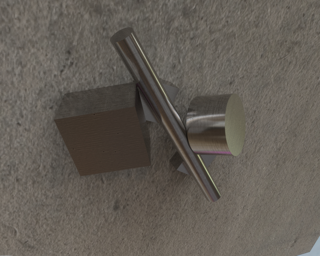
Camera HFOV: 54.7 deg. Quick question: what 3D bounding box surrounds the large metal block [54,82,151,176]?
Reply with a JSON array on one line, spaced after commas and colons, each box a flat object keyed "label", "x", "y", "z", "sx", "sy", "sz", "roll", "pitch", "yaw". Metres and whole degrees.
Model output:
[{"label": "large metal block", "x": -0.058, "y": 0.002, "z": 0.342, "sx": 0.080, "sy": 0.050, "sz": 0.080, "roll": -9, "pitch": 127, "yaw": 4}]

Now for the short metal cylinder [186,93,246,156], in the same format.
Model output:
[{"label": "short metal cylinder", "x": 0.076, "y": -0.004, "z": 0.407, "sx": 0.080, "sy": 0.050, "sz": 0.079, "roll": 2, "pitch": 87, "yaw": -58}]

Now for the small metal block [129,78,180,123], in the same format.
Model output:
[{"label": "small metal block", "x": -0.012, "y": -0.037, "z": 0.381, "sx": 0.050, "sy": 0.025, "sz": 0.050, "roll": 13, "pitch": 112, "yaw": -34}]

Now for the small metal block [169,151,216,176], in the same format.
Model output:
[{"label": "small metal block", "x": 0.051, "y": 0.043, "z": 0.465, "sx": 0.050, "sy": 0.025, "sz": 0.050, "roll": 27, "pitch": 103, "yaw": -38}]

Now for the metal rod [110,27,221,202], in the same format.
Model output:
[{"label": "metal rod", "x": 0.023, "y": 0.008, "z": 0.396, "sx": 0.025, "sy": 0.025, "sz": 0.299, "roll": -36, "pitch": 130, "yaw": -5}]
